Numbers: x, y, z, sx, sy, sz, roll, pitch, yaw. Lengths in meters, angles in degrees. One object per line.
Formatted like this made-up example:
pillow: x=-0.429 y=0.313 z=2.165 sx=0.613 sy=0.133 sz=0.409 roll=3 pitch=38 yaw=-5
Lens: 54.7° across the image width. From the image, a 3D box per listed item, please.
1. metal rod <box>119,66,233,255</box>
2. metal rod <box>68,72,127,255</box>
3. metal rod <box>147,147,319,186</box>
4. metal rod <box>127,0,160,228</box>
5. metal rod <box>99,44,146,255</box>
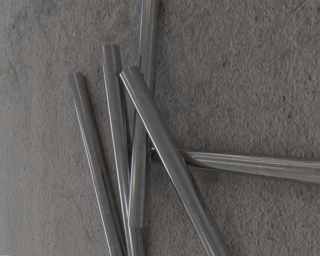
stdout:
metal rod: x=0.028 y=0.063 z=0.353 sx=0.025 sy=0.025 sz=0.299 roll=-33 pitch=78 yaw=35
metal rod: x=-0.101 y=0.051 z=0.488 sx=0.025 sy=0.025 sz=0.299 roll=-27 pitch=73 yaw=37
metal rod: x=0.062 y=0.038 z=0.353 sx=0.300 sy=0.025 sz=0.025 roll=2 pitch=91 yaw=40
metal rod: x=-0.020 y=-0.028 z=0.397 sx=0.025 sy=0.025 sz=0.298 roll=-3 pitch=81 yaw=40
metal rod: x=-0.047 y=0.043 z=0.411 sx=0.025 sy=0.025 sz=0.298 roll=0 pitch=100 yaw=40
